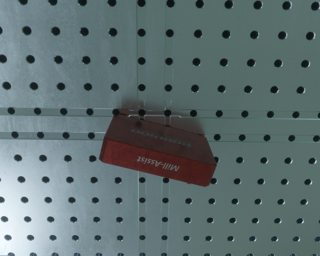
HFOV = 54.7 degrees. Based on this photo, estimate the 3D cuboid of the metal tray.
[{"bbox_3d":[-0.002,0.025,0.387,0.131,0.090,0.030,14,110,-6],"label":"metal tray"}]
